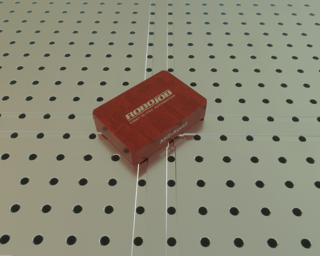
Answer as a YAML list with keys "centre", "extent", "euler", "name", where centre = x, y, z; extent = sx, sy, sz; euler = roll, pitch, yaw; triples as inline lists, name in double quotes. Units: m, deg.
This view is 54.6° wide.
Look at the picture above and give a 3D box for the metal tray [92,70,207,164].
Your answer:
- centre: [-0.012, -0.020, 0.421]
  extent: [0.131, 0.030, 0.090]
  euler: [-34, 58, -25]
  name: "metal tray"
